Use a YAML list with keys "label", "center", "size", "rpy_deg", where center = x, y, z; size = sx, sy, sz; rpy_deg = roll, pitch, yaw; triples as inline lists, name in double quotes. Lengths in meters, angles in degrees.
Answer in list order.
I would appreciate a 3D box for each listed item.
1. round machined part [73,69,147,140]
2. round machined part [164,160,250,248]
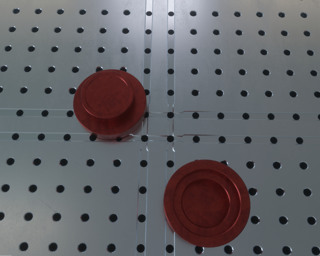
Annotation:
- label: "round machined part"
  center: [-0.068, -0.037, 0.416]
  size: [0.099, 0.042, 0.098]
  rpy_deg: [0, 70, 0]
- label: "round machined part"
  center: [0.053, 0.090, 0.370]
  size: [0.099, 0.042, 0.098]
  rpy_deg: [0, 70, 0]
